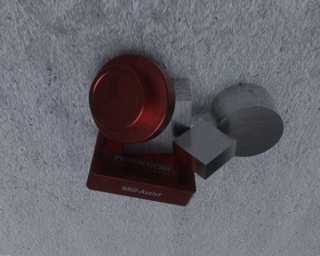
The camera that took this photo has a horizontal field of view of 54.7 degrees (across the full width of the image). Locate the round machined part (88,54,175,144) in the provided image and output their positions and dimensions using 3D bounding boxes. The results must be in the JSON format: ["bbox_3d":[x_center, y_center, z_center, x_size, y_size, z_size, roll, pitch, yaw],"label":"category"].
[{"bbox_3d":[-0.037,-0.031,0.333,0.098,0.098,0.042,-30,169,22],"label":"round machined part"}]

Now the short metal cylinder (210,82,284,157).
[{"bbox_3d":[0.105,-0.010,0.386,0.081,0.050,0.079,0,130,0],"label":"short metal cylinder"}]

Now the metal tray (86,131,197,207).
[{"bbox_3d":[-0.022,0.047,0.405,0.131,0.090,0.030,13,129,-11],"label":"metal tray"}]

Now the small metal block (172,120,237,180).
[{"bbox_3d":[0.050,0.023,0.353,0.050,0.050,0.025,-33,139,-27],"label":"small metal block"}]

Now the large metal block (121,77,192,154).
[{"bbox_3d":[-0.004,-0.014,0.381,0.080,0.050,0.079,-1,130,1],"label":"large metal block"}]
